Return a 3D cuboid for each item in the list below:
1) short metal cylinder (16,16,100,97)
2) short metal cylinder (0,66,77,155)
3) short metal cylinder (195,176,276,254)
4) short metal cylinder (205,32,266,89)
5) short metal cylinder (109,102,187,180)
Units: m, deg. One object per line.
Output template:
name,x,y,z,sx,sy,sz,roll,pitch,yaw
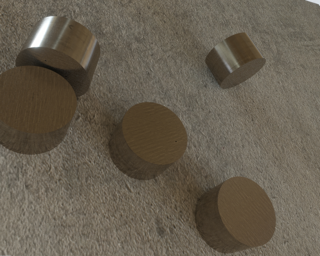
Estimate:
short metal cylinder,-0.114,-0.079,0.355,0.080,0.080,0.050,20,54,-17
short metal cylinder,-0.134,-0.018,0.327,0.081,0.050,0.080,14,56,-21
short metal cylinder,0.089,0.105,0.372,0.081,0.050,0.080,14,56,-21
short metal cylinder,0.121,-0.106,0.498,0.081,0.080,0.050,-16,70,-34
short metal cylinder,-0.015,0.016,0.370,0.081,0.050,0.080,14,56,-21
